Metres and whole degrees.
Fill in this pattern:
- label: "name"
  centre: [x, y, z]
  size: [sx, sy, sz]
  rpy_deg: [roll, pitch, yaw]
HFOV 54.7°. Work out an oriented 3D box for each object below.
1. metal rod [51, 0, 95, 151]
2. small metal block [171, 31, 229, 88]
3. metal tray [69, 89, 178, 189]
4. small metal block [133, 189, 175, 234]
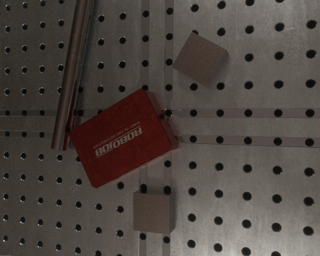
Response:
- label: "metal rod"
  centre: [-0.122, -0.115, 0.453]
  size: [0.025, 0.025, 0.298]
  rpy_deg: [12, 94, 19]
- label: "small metal block"
  centre: [0.051, -0.086, 0.394]
  size: [0.050, 0.025, 0.050]
  rpy_deg: [33, 101, 16]
- label: "metal tray"
  centre: [-0.052, 0.016, 0.427]
  size: [0.130, 0.030, 0.090]
  rpy_deg: [-29, 81, 17]
- label: "small metal block"
  centre: [-0.008, 0.111, 0.414]
  size: [0.050, 0.025, 0.050]
  rpy_deg: [0, 90, 19]
